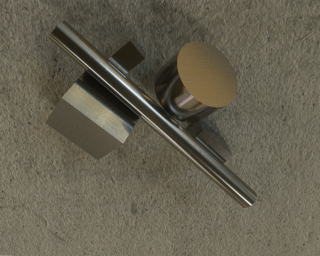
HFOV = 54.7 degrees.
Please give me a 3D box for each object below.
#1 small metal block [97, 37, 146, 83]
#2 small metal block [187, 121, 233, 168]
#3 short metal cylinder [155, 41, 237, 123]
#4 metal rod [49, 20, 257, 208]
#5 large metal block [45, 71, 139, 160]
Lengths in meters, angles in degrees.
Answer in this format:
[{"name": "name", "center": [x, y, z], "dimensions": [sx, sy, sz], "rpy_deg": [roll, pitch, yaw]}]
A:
[{"name": "small metal block", "center": [-0.044, -0.080, 0.368], "dimensions": [0.050, 0.050, 0.025], "rpy_deg": [-37, 106, 12]}, {"name": "small metal block", "center": [0.062, 0.018, 0.402], "dimensions": [0.050, 0.050, 0.025], "rpy_deg": [39, 105, -14]}, {"name": "short metal cylinder", "center": [0.041, -0.052, 0.357], "dimensions": [0.080, 0.080, 0.050], "rpy_deg": [37, 147, -13]}, {"name": "metal rod", "center": [0.003, -0.005, 0.356], "dimensions": [0.300, 0.025, 0.025], "rpy_deg": [41, 105, -14]}, {"name": "large metal block", "center": [-0.080, -0.013, 0.373], "dimensions": [0.080, 0.050, 0.080], "rpy_deg": [39, 146, -14]}]
